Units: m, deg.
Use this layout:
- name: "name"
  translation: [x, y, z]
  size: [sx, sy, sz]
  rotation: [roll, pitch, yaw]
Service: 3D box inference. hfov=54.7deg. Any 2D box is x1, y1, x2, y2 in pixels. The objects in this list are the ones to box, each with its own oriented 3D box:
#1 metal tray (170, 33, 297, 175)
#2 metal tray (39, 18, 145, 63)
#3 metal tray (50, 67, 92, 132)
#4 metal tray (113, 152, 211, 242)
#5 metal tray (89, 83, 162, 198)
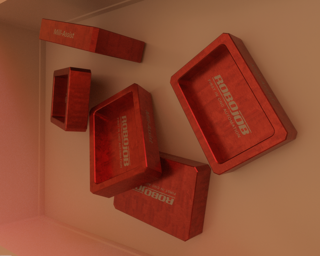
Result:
- name: "metal tray"
  translation: [0.074, -0.025, 0.340]
  size: [0.090, 0.030, 0.130]
  rotation: [-37, 68, 33]
- name: "metal tray"
  translation: [-0.098, -0.125, 0.442]
  size: [0.130, 0.091, 0.030]
  rotation: [22, 104, 37]
- name: "metal tray"
  translation: [-0.144, -0.046, 0.489]
  size: [0.130, 0.030, 0.089]
  rotation: [14, 100, 61]
- name: "metal tray"
  translation: [-0.002, 0.079, 0.404]
  size: [0.130, 0.030, 0.089]
  rotation: [12, 97, 39]
- name: "metal tray"
  translation: [-0.050, 0.015, 0.406]
  size: [0.090, 0.030, 0.130]
  rotation: [-26, 55, 26]
